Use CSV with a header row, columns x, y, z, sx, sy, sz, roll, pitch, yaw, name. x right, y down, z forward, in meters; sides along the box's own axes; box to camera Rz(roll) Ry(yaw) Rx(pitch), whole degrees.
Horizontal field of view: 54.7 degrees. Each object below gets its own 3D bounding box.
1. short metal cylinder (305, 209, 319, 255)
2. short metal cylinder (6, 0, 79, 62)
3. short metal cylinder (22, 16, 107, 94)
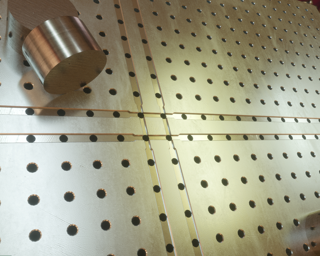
x,y,z,sx,sy,sz,roll,pitch,yaw,name
0.258,0.151,0.442,0.081,0.050,0.080,14,56,-21,short metal cylinder
-0.149,-0.131,0.392,0.081,0.050,0.080,14,56,-21,short metal cylinder
-0.111,-0.084,0.365,0.081,0.080,0.050,-25,76,-37,short metal cylinder
